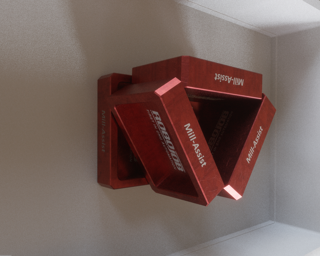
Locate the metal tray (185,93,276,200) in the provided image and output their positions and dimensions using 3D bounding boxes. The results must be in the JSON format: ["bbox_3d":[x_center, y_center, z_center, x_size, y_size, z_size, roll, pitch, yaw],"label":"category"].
[{"bbox_3d":[0.079,0.018,0.388,0.030,0.090,0.130,43,64,-32],"label":"metal tray"}]

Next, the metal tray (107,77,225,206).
[{"bbox_3d":[0.005,0.016,0.327,0.030,0.090,0.129,-38,114,-33],"label":"metal tray"}]

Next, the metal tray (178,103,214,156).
[{"bbox_3d":[0.042,0.006,0.437,0.091,0.030,0.129,2,88,-40],"label":"metal tray"}]

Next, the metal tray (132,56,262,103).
[{"bbox_3d":[0.044,-0.051,0.359,0.131,0.090,0.030,2,89,-40],"label":"metal tray"}]

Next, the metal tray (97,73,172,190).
[{"bbox_3d":[-0.029,0.004,0.378,0.091,0.030,0.129,1,89,-40],"label":"metal tray"}]
